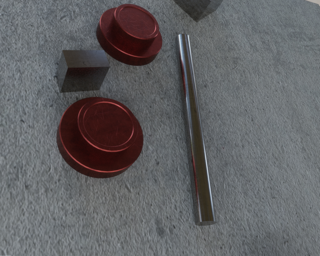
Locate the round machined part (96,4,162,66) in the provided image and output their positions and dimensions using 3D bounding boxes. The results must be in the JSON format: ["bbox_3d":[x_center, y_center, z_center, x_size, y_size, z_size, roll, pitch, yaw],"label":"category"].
[{"bbox_3d":[-0.041,-0.144,0.459,0.099,0.042,0.098,14,56,-21],"label":"round machined part"}]

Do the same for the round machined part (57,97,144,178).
[{"bbox_3d":[-0.064,0.004,0.356,0.099,0.042,0.098,14,56,-21],"label":"round machined part"}]

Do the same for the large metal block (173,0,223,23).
[{"bbox_3d":[0.073,-0.257,0.584,0.080,0.050,0.080,45,51,3],"label":"large metal block"}]

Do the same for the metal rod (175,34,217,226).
[{"bbox_3d":[0.046,-0.017,0.438,0.025,0.025,0.299,10,57,-23],"label":"metal rod"}]

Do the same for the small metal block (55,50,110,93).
[{"bbox_3d":[-0.095,-0.069,0.378,0.050,0.050,0.025,-9,66,-32],"label":"small metal block"}]
